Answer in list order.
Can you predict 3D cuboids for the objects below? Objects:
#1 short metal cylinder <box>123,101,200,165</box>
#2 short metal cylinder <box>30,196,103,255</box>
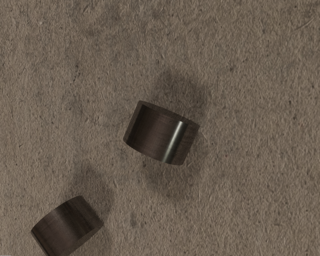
[{"bbox_3d":[0.002,0.005,0.378,0.080,0.080,0.050,26,99,18],"label":"short metal cylinder"},{"bbox_3d":[-0.125,0.138,0.423,0.080,0.080,0.050,-44,77,14],"label":"short metal cylinder"}]
